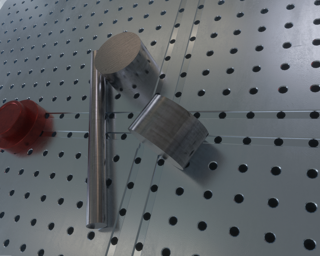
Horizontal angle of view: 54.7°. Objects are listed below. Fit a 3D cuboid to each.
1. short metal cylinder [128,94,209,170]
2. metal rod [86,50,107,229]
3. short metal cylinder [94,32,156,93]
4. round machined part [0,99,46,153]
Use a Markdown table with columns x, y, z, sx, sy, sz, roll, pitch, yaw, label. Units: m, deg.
| x | y | z | sx | sy | sz | roll | pitch | yaw | label |
| --- | --- | --- | --- | --- | --- | --- | --- | --- | --- |
| 0.010 | 0.005 | 0.365 | 0.080 | 0.080 | 0.050 | 30 | 79 | 37 | short metal cylinder |
| -0.093 | -0.004 | 0.459 | 0.025 | 0.025 | 0.299 | -19 | 54 | 17 | metal rod |
| -0.054 | -0.102 | 0.483 | 0.080 | 0.050 | 0.080 | -13 | 56 | 21 | short metal cylinder |
| -0.251 | -0.009 | 0.535 | 0.098 | 0.042 | 0.098 | -13 | 56 | 21 | round machined part |
